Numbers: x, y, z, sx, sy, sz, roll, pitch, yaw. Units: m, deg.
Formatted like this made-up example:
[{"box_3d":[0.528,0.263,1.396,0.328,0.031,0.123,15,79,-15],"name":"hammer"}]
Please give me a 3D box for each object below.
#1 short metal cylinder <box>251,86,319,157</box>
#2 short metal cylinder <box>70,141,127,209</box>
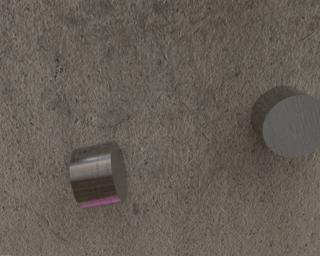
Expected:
[{"box_3d":[0.163,-0.009,0.394,0.081,0.050,0.079,0,110,0],"name":"short metal cylinder"},{"box_3d":[-0.077,0.061,0.402,0.050,0.080,0.079,-11,110,4],"name":"short metal cylinder"}]
